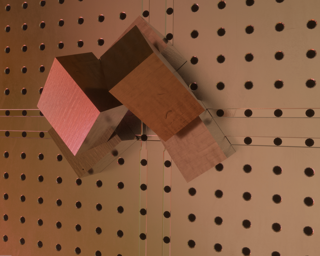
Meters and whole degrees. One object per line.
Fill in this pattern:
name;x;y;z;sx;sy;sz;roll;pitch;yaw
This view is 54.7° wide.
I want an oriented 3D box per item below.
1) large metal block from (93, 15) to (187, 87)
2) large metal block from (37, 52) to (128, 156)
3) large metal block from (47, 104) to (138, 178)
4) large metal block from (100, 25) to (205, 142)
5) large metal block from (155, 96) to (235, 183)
large metal block;-0.022;-0.082;0.389;0.080;0.080;0.050;-43;77;15
large metal block;-0.089;-0.028;0.360;0.080;0.050;0.080;49;130;13
large metal block;-0.093;0.010;0.430;0.080;0.050;0.080;-41;78;15
large metal block;-0.010;-0.046;0.311;0.050;0.080;0.080;-39;35;11
large metal block;0.041;0.011;0.367;0.050;0.080;0.080;-35;79;16
